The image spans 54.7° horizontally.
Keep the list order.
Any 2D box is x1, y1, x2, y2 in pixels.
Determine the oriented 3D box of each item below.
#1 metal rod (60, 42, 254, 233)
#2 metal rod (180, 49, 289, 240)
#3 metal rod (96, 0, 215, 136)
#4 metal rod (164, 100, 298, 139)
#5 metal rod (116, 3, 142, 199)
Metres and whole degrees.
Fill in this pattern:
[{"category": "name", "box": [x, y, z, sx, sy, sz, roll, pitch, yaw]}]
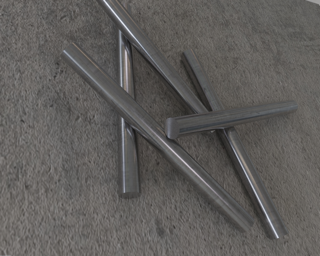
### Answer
[{"category": "metal rod", "box": [0.003, 0.017, 0.368, 0.300, 0.025, 0.025, 45, 51, -8]}, {"category": "metal rod", "box": [0.100, 0.010, 0.450, 0.025, 0.025, 0.299, -10, 67, -33]}, {"category": "metal rod", "box": [-0.020, -0.112, 0.433, 0.300, 0.025, 0.025, 50, 51, -4]}, {"category": "metal rod", "box": [0.124, -0.019, 0.452, 0.302, 0.025, 0.025, -10, 67, -42]}, {"category": "metal rod", "box": [-0.045, -0.056, 0.413, 0.025, 0.025, 0.299, 9, 58, -24]}]
